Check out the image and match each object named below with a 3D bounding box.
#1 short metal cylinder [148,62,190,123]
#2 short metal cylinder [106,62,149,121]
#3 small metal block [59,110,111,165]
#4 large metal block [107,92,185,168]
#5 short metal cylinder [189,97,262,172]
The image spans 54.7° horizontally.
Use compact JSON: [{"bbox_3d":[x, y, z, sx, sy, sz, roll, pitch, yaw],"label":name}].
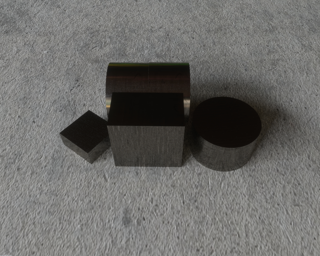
[{"bbox_3d":[0.011,-0.046,0.408,0.050,0.080,0.080,1,50,0],"label":"short metal cylinder"},{"bbox_3d":[-0.039,-0.046,0.408,0.050,0.080,0.080,1,50,0],"label":"short metal cylinder"},{"bbox_3d":[-0.089,0.011,0.396,0.050,0.025,0.050,31,56,23],"label":"small metal block"},{"bbox_3d":[-0.014,0.004,0.366,0.081,0.080,0.050,1,50,0],"label":"large metal block"},{"bbox_3d":[0.078,0.007,0.383,0.081,0.050,0.080,0,50,0],"label":"short metal cylinder"}]
